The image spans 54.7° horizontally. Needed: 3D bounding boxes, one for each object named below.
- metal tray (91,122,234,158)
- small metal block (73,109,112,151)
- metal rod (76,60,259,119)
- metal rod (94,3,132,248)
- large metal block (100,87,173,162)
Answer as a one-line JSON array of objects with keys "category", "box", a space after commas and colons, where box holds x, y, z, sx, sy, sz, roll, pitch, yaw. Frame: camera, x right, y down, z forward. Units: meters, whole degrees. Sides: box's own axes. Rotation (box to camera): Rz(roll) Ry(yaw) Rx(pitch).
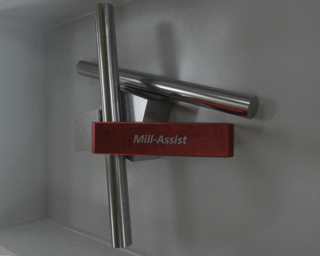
[{"category": "metal tray", "box": [0.006, 0.009, 0.321, 0.131, 0.090, 0.030, 1, 92, 8]}, {"category": "small metal block", "box": [-0.088, 0.004, 0.409, 0.050, 0.025, 0.050, -8, 84, 39]}, {"category": "metal rod", "box": [-0.015, -0.060, 0.416, 0.300, 0.025, 0.025, 19, 102, 38]}, {"category": "metal rod", "box": [-0.059, -0.007, 0.386, 0.025, 0.025, 0.298, -8, 85, 39]}, {"category": "large metal block", "box": [-0.038, -0.008, 0.418, 0.080, 0.050, 0.079, 23, 104, 37]}]
